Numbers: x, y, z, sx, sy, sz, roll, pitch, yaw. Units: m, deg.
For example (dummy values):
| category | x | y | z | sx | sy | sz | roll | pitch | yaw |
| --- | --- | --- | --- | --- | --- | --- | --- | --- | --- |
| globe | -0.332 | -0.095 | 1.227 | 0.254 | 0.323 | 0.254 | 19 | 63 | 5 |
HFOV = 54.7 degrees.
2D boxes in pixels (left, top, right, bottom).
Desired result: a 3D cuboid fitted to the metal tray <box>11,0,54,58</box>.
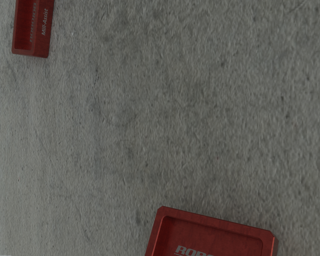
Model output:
| category | x | y | z | sx | sy | sz | roll | pitch | yaw |
| --- | --- | --- | --- | --- | --- | --- | --- | --- | --- |
| metal tray | -0.248 | -0.205 | 0.602 | 0.090 | 0.030 | 0.129 | 15 | 99 | 38 |

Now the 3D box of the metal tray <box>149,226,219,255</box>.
| category | x | y | z | sx | sy | sz | roll | pitch | yaw |
| --- | --- | --- | --- | --- | --- | --- | --- | --- | --- |
| metal tray | 0.038 | 0.187 | 0.368 | 0.130 | 0.030 | 0.089 | 27 | 106 | 36 |

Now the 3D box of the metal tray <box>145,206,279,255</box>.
| category | x | y | z | sx | sy | sz | roll | pitch | yaw |
| --- | --- | --- | --- | --- | --- | --- | --- | --- | --- |
| metal tray | 0.048 | 0.141 | 0.325 | 0.130 | 0.030 | 0.090 | 5 | 67 | 31 |
